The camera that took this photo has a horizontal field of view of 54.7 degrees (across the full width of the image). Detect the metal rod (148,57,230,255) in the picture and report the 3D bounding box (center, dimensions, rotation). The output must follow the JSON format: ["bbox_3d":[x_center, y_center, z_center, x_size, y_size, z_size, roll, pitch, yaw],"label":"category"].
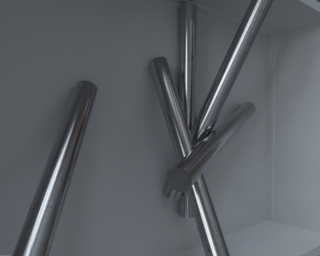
[{"bbox_3d":[0.036,0.049,0.361,0.025,0.025,0.299,0,65,-40],"label":"metal rod"}]

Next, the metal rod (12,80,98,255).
[{"bbox_3d":[-0.094,0.072,0.248,0.025,0.025,0.300,39,41,-34],"label":"metal rod"}]

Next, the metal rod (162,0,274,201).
[{"bbox_3d":[0.074,-0.041,0.397,0.025,0.025,0.298,15,103,-40],"label":"metal rod"}]

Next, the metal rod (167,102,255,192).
[{"bbox_3d":[0.086,0.007,0.414,0.302,0.025,0.025,-31,111,-58],"label":"metal rod"}]

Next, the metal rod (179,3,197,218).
[{"bbox_3d":[0.040,-0.025,0.441,0.025,0.025,0.298,0,90,-40],"label":"metal rod"}]
